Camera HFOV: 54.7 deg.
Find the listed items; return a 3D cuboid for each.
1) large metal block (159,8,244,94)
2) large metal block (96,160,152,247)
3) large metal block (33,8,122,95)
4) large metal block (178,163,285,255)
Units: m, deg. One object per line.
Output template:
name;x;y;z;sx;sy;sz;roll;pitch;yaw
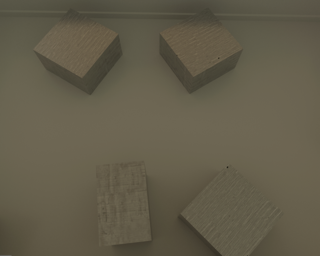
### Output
large metal block;0.055;-0.108;0.437;0.080;0.050;0.080;-31;73;-11
large metal block;-0.038;0.087;0.348;0.050;0.080;0.080;-6;70;-2
large metal block;-0.111;-0.106;0.434;0.080;0.050;0.080;31;73;10
large metal block;0.079;0.101;0.360;0.080;0.050;0.080;43;75;14
